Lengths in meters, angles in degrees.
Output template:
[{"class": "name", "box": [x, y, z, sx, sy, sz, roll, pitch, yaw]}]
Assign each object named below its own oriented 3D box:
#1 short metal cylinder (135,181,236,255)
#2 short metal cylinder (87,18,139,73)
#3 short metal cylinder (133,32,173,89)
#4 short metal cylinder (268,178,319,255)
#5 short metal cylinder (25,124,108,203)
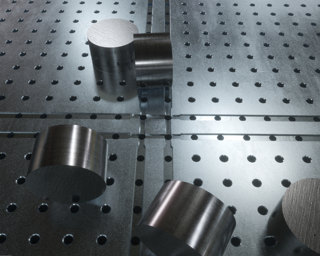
[{"class": "short metal cylinder", "box": [0.024, 0.095, 0.292, 0.080, 0.080, 0.050, 24, 54, 18]}, {"class": "short metal cylinder", "box": [-0.074, -0.134, 0.503, 0.081, 0.050, 0.080, 0, 50, 0]}, {"class": "short metal cylinder", "box": [-0.011, -0.098, 0.454, 0.050, 0.080, 0.080, -4, 50, -4]}, {"class": "short metal cylinder", "box": [0.156, 0.098, 0.311, 0.081, 0.050, 0.080, 0, 50, 0]}, {"class": "short metal cylinder", "box": [-0.098, 0.041, 0.336, 0.081, 0.080, 0.050, -2, 50, -3]}]
